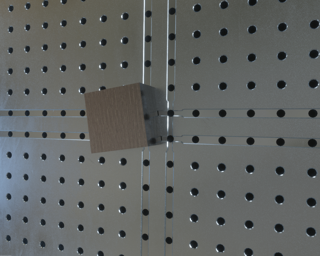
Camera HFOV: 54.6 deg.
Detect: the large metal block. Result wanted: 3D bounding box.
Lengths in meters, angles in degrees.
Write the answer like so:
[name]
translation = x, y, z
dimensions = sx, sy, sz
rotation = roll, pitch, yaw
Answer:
[large metal block]
translation = -0.049, -0.012, 0.417
dimensions = 0.080, 0.050, 0.080
rotation = -8, 87, 20
